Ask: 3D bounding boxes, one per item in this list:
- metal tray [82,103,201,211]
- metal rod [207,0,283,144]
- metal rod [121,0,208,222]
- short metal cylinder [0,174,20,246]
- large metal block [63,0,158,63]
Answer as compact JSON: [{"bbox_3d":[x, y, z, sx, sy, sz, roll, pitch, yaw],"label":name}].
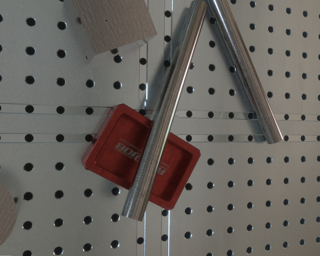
[{"bbox_3d":[-0.022,0.038,0.402,0.130,0.030,0.090,32,80,-18],"label":"metal tray"},{"bbox_3d":[0.115,-0.114,0.456,0.025,0.025,0.299,-29,100,-18],"label":"metal rod"},{"bbox_3d":[0.012,-0.035,0.391,0.025,0.025,0.299,24,72,-19],"label":"metal rod"},{"bbox_3d":[-0.194,0.088,0.328,0.081,0.050,0.079,0,90,-21],"label":"short metal cylinder"},{"bbox_3d":[-0.061,-0.134,0.377,0.081,0.050,0.080,-25,99,-19],"label":"large metal block"}]
